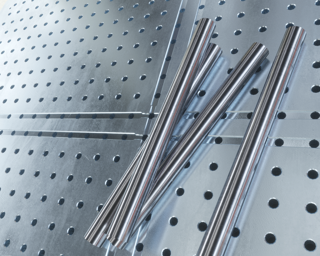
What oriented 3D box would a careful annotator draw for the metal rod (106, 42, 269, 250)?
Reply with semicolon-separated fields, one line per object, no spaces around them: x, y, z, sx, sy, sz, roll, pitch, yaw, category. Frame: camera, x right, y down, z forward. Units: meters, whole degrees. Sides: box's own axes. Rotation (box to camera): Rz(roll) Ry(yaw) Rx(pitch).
0.039;0.015;0.379;0.025;0.025;0.300;31;79;38;metal rod

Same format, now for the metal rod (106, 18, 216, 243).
0.010;-0.013;0.378;0.025;0.025;0.300;10;66;32;metal rod

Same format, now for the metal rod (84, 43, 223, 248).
-0.001;0.012;0.402;0.025;0.025;0.300;23;74;36;metal rod

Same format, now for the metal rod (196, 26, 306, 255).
0.108;0.008;0.346;0.025;0.025;0.300;14;69;34;metal rod
